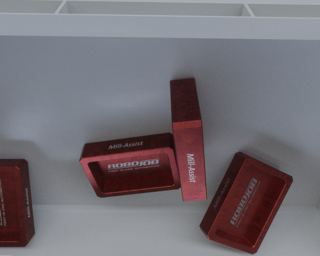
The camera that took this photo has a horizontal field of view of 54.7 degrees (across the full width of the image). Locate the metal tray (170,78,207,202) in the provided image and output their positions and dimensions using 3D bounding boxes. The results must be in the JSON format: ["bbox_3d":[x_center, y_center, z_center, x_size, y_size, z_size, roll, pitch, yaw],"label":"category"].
[{"bbox_3d":[0.035,0.016,0.380,0.030,0.090,0.129,-6,130,5],"label":"metal tray"}]

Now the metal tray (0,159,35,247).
[{"bbox_3d":[-0.243,0.112,0.462,0.091,0.030,0.129,0,103,-1],"label":"metal tray"}]

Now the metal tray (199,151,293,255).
[{"bbox_3d":[0.127,0.111,0.456,0.090,0.030,0.129,25,92,-19],"label":"metal tray"}]

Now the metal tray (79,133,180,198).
[{"bbox_3d":[-0.039,0.057,0.453,0.131,0.030,0.090,-8,130,6],"label":"metal tray"}]
